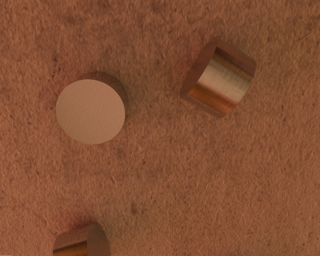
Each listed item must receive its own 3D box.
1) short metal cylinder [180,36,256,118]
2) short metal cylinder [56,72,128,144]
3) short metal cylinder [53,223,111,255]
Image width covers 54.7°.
[{"bbox_3d":[0.065,-0.058,0.360,0.050,0.080,0.080,29,107,-10],"label":"short metal cylinder"},{"bbox_3d":[-0.081,-0.026,0.386,0.081,0.050,0.079,0,110,-1],"label":"short metal cylinder"},{"bbox_3d":[-0.110,0.185,0.447,0.050,0.080,0.080,-19,109,6],"label":"short metal cylinder"}]
